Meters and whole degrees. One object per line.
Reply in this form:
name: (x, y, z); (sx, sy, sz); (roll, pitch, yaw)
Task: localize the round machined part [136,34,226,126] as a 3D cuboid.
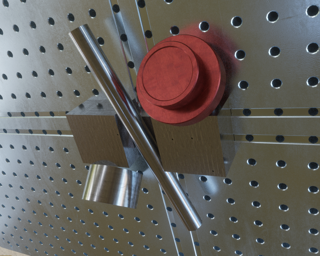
round machined part: (0.016, -0.052, 0.328); (0.098, 0.042, 0.097); (-4, 82, 27)

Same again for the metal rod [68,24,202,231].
metal rod: (-0.023, 0.011, 0.397); (0.025, 0.025, 0.299); (-19, 109, 35)

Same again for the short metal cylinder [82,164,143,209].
short metal cylinder: (-0.070, 0.087, 0.458); (0.080, 0.050, 0.080); (9, 164, 3)

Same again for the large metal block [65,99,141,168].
large metal block: (-0.074, 0.006, 0.439); (0.080, 0.050, 0.080); (2, 120, 27)

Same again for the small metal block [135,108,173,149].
small metal block: (-0.010, 0.001, 0.418); (0.050, 0.025, 0.050); (1, 119, 28)

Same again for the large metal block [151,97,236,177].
large metal block: (0.043, 0.010, 0.379); (0.080, 0.050, 0.080); (1, 119, 27)
